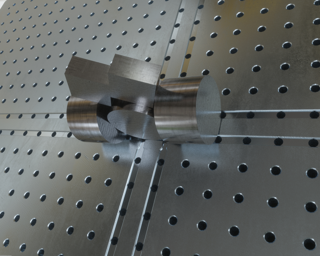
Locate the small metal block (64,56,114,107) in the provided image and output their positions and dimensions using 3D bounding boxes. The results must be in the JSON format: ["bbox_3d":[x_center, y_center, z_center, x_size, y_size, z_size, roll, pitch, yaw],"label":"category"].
[{"bbox_3d":[-0.078,-0.053,0.362,0.050,0.050,0.025,15,66,0],"label":"small metal block"}]

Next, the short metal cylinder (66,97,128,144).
[{"bbox_3d":[-0.080,-0.019,0.426,0.050,0.080,0.080,1,62,29],"label":"short metal cylinder"}]

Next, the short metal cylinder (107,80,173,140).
[{"bbox_3d":[-0.021,-0.024,0.399,0.080,0.080,0.050,1,63,29],"label":"short metal cylinder"}]

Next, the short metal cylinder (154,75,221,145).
[{"bbox_3d":[0.035,-0.021,0.366,0.050,0.080,0.080,0,62,29],"label":"short metal cylinder"}]

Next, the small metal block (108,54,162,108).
[{"bbox_3d":[-0.027,-0.050,0.339,0.050,0.050,0.025,14,66,1],"label":"small metal block"}]
